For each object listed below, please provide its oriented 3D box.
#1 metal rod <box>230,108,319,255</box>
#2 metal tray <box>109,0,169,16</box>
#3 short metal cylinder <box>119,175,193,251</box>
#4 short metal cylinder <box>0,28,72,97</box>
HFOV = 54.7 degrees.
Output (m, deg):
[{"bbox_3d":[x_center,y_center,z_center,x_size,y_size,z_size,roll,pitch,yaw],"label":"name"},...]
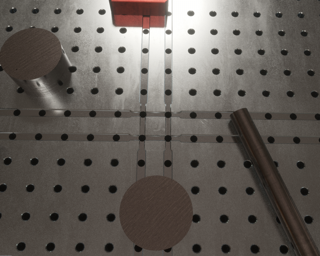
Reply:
[{"bbox_3d":[0.158,0.111,0.373,0.025,0.025,0.299,-19,71,-7],"label":"metal rod"},{"bbox_3d":[-0.031,-0.244,0.498,0.091,0.030,0.130,2,70,0],"label":"metal tray"},{"bbox_3d":[-0.004,0.100,0.362,0.081,0.050,0.080,0,70,0],"label":"short metal cylinder"},{"bbox_3d":[-0.170,-0.090,0.429,0.081,0.050,0.080,0,70,0],"label":"short metal cylinder"}]
